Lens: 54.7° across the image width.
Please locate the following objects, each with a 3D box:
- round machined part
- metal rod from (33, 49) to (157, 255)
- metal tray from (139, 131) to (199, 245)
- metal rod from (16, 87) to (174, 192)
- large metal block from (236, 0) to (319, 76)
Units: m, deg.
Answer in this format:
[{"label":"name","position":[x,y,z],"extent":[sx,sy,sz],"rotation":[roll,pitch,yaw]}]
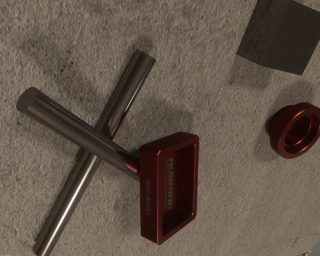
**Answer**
[{"label":"round machined part","position":[0.224,0.000,0.521],"extent":[0.099,0.042,0.097],"rotation":[-14,125,-21]},{"label":"metal rod","position":[-0.088,0.042,0.385],"extent":[0.025,0.025,0.298],"rotation":[20,108,-36]},{"label":"metal tray","position":[0.014,0.078,0.418],"extent":[0.091,0.030,0.129],"rotation":[-17,113,-48]},{"label":"metal rod","position":[-0.043,0.042,0.383],"extent":[0.025,0.025,0.300],"rotation":[-45,138,3]},{"label":"large metal block","position":[0.160,-0.121,0.406],"extent":[0.081,0.050,0.079],"rotation":[4,116,-31]}]
